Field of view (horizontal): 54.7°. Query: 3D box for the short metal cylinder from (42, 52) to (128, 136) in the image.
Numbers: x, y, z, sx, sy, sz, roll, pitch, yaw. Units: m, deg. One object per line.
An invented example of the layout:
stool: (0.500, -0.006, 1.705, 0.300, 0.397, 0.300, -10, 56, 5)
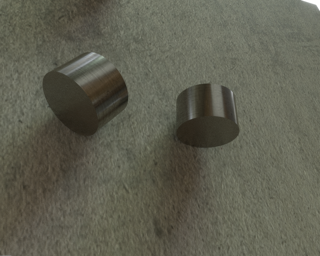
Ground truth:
short metal cylinder: (-0.083, -0.038, 0.348, 0.080, 0.080, 0.050, 44, 51, 1)

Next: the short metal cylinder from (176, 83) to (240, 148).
short metal cylinder: (0.062, -0.014, 0.413, 0.081, 0.080, 0.050, 15, 56, -21)
